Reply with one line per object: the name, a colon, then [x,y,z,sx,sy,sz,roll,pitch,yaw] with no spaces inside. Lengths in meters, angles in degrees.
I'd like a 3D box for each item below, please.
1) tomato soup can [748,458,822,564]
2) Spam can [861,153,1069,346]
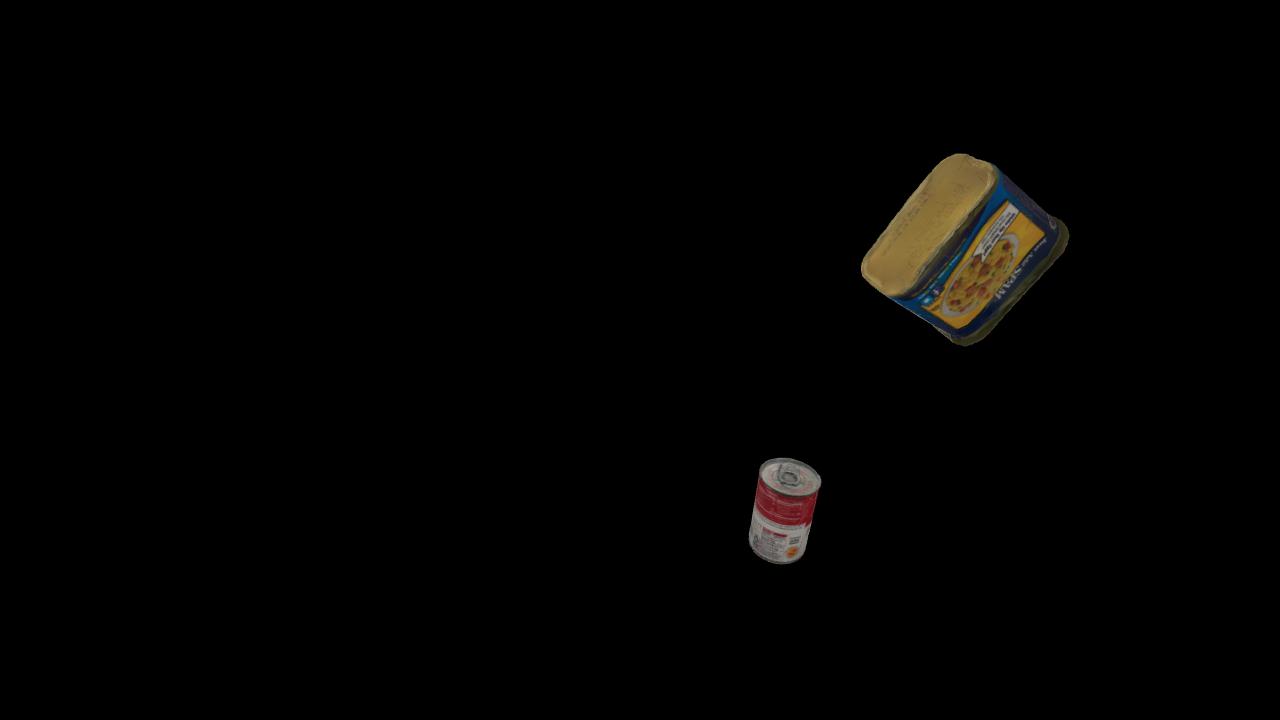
tomato soup can: [0.162,0.172,0.697,0.068,0.101,0.068,2,27,-1]
Spam can: [0.212,-0.071,0.408,0.085,0.101,0.058,22,23,-29]
